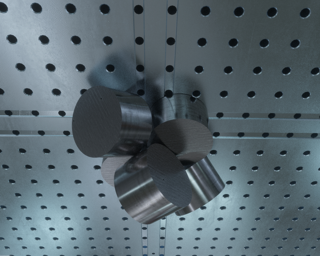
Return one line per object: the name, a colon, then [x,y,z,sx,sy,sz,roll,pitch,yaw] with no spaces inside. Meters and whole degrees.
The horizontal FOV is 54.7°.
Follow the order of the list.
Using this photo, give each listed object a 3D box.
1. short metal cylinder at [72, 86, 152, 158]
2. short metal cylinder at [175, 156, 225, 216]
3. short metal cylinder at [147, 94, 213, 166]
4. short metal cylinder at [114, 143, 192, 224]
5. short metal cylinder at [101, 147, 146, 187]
short metal cylinder: [-0.056,-0.005,0.361,0.080,0.080,0.050,-38,155,27]
short metal cylinder: [0.043,0.078,0.434,0.080,0.080,0.050,-33,88,24]
short metal cylinder: [0.025,0.003,0.398,0.081,0.050,0.079,0,130,0]
short metal cylinder: [-0.007,0.065,0.363,0.050,0.080,0.080,-34,123,25]
short metal cylinder: [-0.038,0.043,0.431,0.081,0.050,0.079,0,130,0]
